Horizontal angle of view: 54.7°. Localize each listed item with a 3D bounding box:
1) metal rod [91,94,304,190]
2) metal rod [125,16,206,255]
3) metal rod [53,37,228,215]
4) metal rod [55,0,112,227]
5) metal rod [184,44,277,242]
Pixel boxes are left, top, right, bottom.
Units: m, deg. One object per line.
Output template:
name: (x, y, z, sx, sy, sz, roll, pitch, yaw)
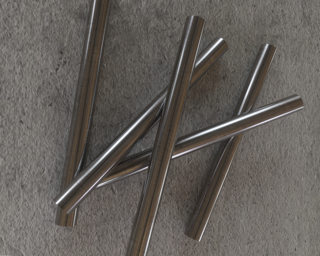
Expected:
metal rod: (0.057, 0.014, 0.411, 0.302, 0.025, 0.025, -20, 97, -12)
metal rod: (0.008, 0.011, 0.373, 0.025, 0.025, 0.299, 16, 86, -20)
metal rod: (-0.011, -0.016, 0.390, 0.301, 0.025, 0.025, -47, 105, -20)
metal rod: (-0.090, -0.034, 0.375, 0.025, 0.025, 0.298, 9, 87, -20)
metal rod: (0.105, 0.015, 0.447, 0.025, 0.025, 0.299, 27, 81, -18)
